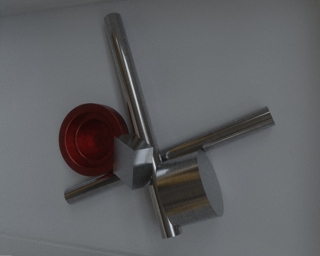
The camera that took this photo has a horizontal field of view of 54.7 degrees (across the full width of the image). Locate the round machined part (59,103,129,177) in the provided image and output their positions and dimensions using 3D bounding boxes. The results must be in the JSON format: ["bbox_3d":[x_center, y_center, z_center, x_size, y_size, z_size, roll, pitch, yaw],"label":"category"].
[{"bbox_3d":[-0.086,0.016,0.430,0.098,0.042,0.097,0,90,19],"label":"round machined part"}]

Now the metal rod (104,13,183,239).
[{"bbox_3d":[-0.026,-0.013,0.398,0.025,0.025,0.299,-20,76,18],"label":"metal rod"}]

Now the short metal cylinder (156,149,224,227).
[{"bbox_3d":[0.037,0.071,0.366,0.050,0.080,0.080,-21,83,18],"label":"short metal cylinder"}]

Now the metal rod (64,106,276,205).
[{"bbox_3d":[-0.001,0.043,0.408,0.300,0.025,0.025,-24,82,18],"label":"metal rod"}]

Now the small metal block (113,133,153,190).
[{"bbox_3d":[-0.034,0.039,0.376,0.050,0.025,0.050,29,120,50],"label":"small metal block"}]
